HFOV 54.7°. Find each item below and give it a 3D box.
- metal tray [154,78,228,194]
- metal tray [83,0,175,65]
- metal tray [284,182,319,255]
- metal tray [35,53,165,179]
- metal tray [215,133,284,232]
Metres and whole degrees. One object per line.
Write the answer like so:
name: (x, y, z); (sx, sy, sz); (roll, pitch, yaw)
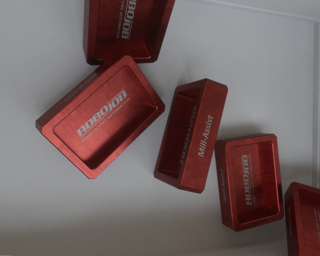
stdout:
metal tray: (0.035, 0.009, 0.390); (0.030, 0.090, 0.129); (16, 85, -20)
metal tray: (-0.036, -0.128, 0.345); (0.091, 0.129, 0.030); (-7, 58, -20)
metal tray: (0.218, 0.137, 0.411); (0.090, 0.130, 0.030); (16, 126, 7)
metal tray: (-0.066, -0.015, 0.369); (0.130, 0.030, 0.090); (-45, 123, -14)
metal tray: (0.133, 0.077, 0.458); (0.091, 0.030, 0.129); (-7, 93, -20)
